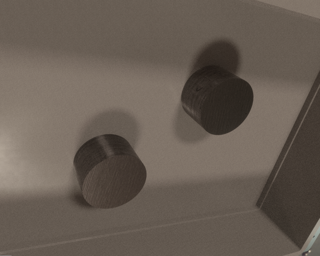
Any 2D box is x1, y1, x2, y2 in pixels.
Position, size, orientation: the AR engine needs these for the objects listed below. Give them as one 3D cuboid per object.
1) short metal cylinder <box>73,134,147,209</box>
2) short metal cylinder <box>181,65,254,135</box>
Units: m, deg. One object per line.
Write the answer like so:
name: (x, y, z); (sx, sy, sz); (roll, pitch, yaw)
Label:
short metal cylinder: (-0.064, 0.055, 0.393); (0.081, 0.050, 0.079); (-14, 125, -21)
short metal cylinder: (0.076, -0.037, 0.413); (0.081, 0.050, 0.079); (-14, 125, -21)
